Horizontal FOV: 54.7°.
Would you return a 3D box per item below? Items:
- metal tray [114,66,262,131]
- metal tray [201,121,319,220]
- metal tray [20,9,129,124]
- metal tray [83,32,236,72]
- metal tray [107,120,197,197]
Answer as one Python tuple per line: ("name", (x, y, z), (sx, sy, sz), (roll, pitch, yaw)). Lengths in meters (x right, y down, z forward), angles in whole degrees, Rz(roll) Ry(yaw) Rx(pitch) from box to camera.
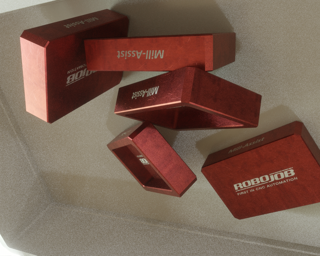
("metal tray", (0.022, -0.023, 0.315), (0.091, 0.030, 0.130), (15, 170, -32))
("metal tray", (0.127, 0.056, 0.373), (0.130, 0.030, 0.090), (-28, 104, 37))
("metal tray", (-0.087, -0.072, 0.341), (0.030, 0.131, 0.089), (26, 128, 17))
("metal tray", (0.002, -0.078, 0.314), (0.130, 0.090, 0.030), (6, 109, 25))
("metal tray", (-0.017, 0.042, 0.399), (0.090, 0.030, 0.130), (50, 160, -8))
